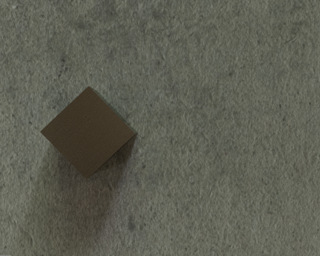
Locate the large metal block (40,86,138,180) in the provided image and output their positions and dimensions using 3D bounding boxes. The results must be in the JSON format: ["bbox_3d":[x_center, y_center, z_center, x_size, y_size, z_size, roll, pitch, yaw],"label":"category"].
[{"bbox_3d":[-0.087,0.006,0.396,0.080,0.050,0.080,-44,91,0],"label":"large metal block"}]
